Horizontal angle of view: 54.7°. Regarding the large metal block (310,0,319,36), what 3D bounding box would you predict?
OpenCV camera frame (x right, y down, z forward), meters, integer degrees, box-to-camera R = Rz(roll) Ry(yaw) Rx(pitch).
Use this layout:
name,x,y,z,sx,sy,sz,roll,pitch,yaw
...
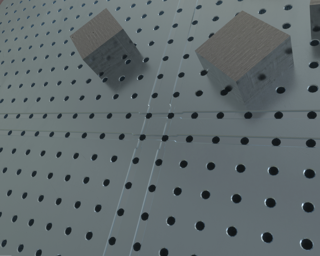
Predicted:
name,x,y,z,sx,sy,sz,roll,pitch,yaw
large metal block,0.230,-0.161,0.371,0.080,0.050,0.080,6,65,30

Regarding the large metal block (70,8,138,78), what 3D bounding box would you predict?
name,x,y,z,sx,sy,sz,roll,pitch,yaw
large metal block,-0.097,-0.146,0.530,0.080,0.050,0.080,-37,51,3

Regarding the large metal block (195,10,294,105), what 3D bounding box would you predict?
name,x,y,z,sx,sy,sz,roll,pitch,yaw
large metal block,0.106,-0.090,0.391,0.080,0.050,0.080,-41,51,0
